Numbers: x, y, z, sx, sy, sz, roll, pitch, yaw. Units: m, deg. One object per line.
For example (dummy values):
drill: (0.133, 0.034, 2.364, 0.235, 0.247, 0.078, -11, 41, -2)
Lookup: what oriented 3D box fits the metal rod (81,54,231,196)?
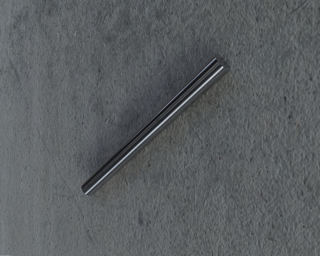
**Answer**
metal rod: (-0.023, 0.012, 0.427, 0.299, 0.025, 0.025, -43, 64, 31)
